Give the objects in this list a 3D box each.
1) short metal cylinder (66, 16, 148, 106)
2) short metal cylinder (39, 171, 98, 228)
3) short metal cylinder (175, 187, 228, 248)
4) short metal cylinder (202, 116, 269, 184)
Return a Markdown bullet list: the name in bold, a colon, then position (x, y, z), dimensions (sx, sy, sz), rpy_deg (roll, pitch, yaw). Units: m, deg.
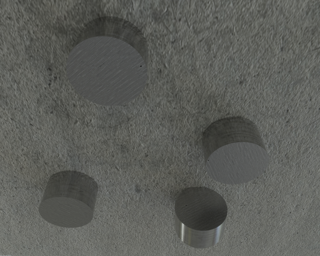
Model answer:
- **short metal cylinder**: position (-0.053, -0.070, 0.330), dimensions (0.081, 0.050, 0.079), rpy_deg (0, 130, 0)
- **short metal cylinder**: position (-0.141, 0.112, 0.485), dimensions (0.081, 0.050, 0.079), rpy_deg (0, 130, 0)
- **short metal cylinder**: position (0.064, 0.141, 0.491), dimensions (0.080, 0.080, 0.050), rpy_deg (-1, 130, 1)
- **short metal cylinder**: position (0.099, 0.031, 0.418), dimensions (0.081, 0.050, 0.079), rpy_deg (0, 130, 0)
